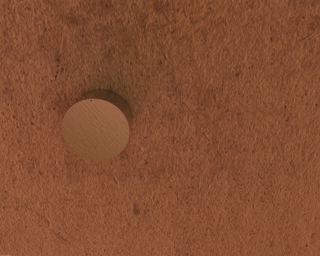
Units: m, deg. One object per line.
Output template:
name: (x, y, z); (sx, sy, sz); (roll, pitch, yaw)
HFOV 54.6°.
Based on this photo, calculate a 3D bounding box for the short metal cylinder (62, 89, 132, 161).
short metal cylinder: (-0.077, -0.005, 0.394); (0.080, 0.050, 0.079); (0, 110, 0)
